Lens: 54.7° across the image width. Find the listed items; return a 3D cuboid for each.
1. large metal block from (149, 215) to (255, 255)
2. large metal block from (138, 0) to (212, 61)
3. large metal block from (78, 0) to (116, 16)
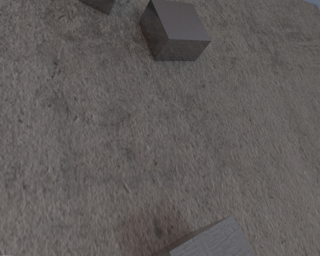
[{"bbox_3d":[0.034,0.134,0.306,0.081,0.080,0.050,-16,70,-35],"label":"large metal block"},{"bbox_3d":[0.023,-0.155,0.496,0.081,0.050,0.080,-8,66,-32],"label":"large metal block"},{"bbox_3d":[-0.079,-0.236,0.471,0.050,0.080,0.080,24,53,-15],"label":"large metal block"}]
